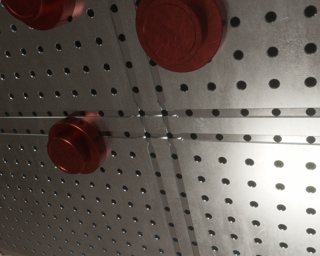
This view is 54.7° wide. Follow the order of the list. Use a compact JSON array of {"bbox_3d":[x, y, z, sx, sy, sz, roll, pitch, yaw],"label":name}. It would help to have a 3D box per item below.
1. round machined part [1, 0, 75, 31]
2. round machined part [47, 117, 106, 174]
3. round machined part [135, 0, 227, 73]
[{"bbox_3d":[-0.157,-0.168,0.377,0.098,0.042,0.097,13,124,20],"label":"round machined part"},{"bbox_3d":[-0.139,0.034,0.492,0.098,0.042,0.097,13,124,20],"label":"round machined part"},{"bbox_3d":[0.017,-0.104,0.326,0.098,0.042,0.097,13,124,20],"label":"round machined part"}]
